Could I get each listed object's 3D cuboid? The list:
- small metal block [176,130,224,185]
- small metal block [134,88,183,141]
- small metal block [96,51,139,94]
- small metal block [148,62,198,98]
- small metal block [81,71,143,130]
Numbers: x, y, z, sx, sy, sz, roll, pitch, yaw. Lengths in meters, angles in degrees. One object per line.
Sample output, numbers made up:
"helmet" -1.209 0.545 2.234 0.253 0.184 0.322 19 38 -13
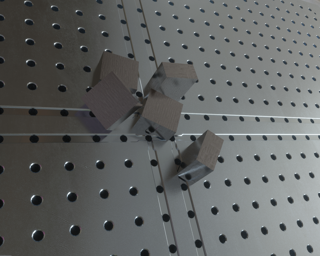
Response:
"small metal block" 0.051 0.038 0.396 0.025 0.050 0.050 33 52 -7
"small metal block" -0.001 -0.018 0.418 0.050 0.025 0.050 25 53 -13
"small metal block" -0.058 -0.071 0.420 0.050 0.025 0.050 14 56 -21
"small metal block" 0.017 -0.067 0.442 0.050 0.050 0.025 -2 63 -29
"small metal block" -0.058 -0.032 0.379 0.050 0.025 0.050 -40 83 5
